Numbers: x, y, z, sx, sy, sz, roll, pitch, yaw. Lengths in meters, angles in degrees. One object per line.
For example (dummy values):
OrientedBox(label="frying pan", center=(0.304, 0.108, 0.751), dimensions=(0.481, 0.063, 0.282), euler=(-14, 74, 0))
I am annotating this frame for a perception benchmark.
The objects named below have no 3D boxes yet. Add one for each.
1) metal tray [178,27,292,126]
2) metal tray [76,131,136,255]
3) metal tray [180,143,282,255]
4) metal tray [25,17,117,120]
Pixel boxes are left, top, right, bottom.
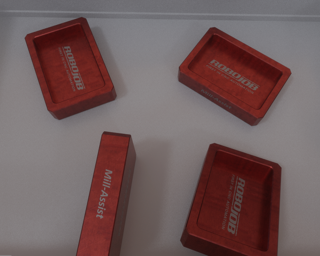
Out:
OrientedBox(label="metal tray", center=(0.102, -0.074, 0.435), dimensions=(0.130, 0.030, 0.090), euler=(33, 73, 11))
OrientedBox(label="metal tray", center=(-0.054, 0.079, 0.345), dimensions=(0.030, 0.090, 0.130), euler=(7, 70, 2))
OrientedBox(label="metal tray", center=(0.084, 0.082, 0.348), dimensions=(0.090, 0.030, 0.130), euler=(18, 45, 7))
OrientedBox(label="metal tray", center=(-0.126, -0.086, 0.436), dimensions=(0.091, 0.030, 0.130), euler=(-21, 72, -8))
